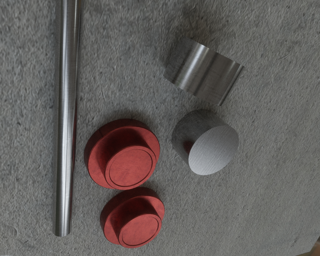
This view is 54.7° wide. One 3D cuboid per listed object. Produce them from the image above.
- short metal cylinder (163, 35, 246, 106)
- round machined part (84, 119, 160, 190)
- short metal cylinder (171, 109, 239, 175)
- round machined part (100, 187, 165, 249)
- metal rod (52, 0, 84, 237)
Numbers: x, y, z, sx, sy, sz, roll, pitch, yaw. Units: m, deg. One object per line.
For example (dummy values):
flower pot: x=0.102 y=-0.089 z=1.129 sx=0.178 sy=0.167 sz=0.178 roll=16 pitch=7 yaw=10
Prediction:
short metal cylinder: x=0.051 y=-0.067 z=0.359 sx=0.081 sy=0.080 sz=0.050 roll=15 pitch=110 yaw=-35
round machined part: x=-0.044 y=0.040 z=0.398 sx=0.099 sy=0.042 sz=0.097 roll=-14 pitch=125 yaw=-21
short metal cylinder: x=0.063 y=0.020 z=0.440 sx=0.081 sy=0.050 sz=0.079 roll=-14 pitch=125 yaw=-21
round machined part: x=-0.037 y=0.140 z=0.464 sx=0.099 sy=0.042 sz=0.097 roll=-14 pitch=125 yaw=-21
metal rod: x=-0.108 y=0.007 z=0.353 sx=0.025 sy=0.025 sz=0.298 roll=-4 pitch=120 yaw=-27
